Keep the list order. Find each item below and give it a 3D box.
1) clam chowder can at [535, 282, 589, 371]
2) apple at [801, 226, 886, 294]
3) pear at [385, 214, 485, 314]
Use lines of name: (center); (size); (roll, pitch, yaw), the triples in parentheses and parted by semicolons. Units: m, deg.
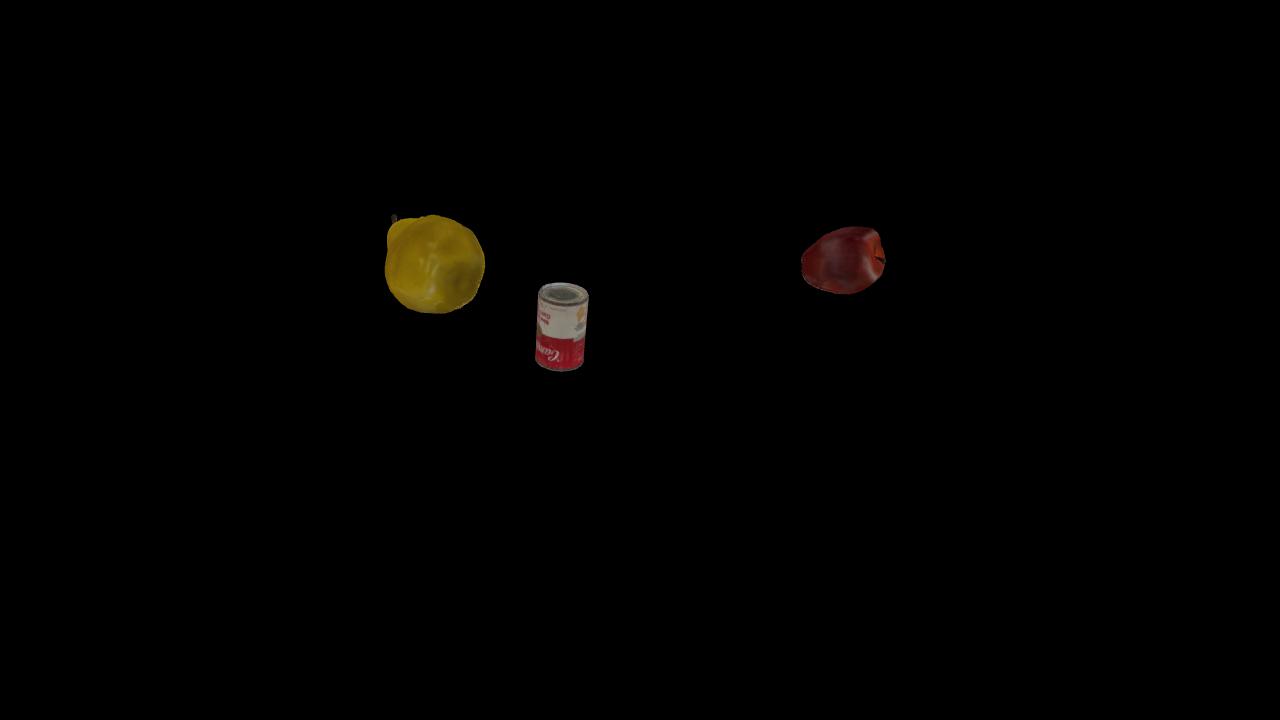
clam chowder can: (-0.105, -0.045, 0.825); (0.068, 0.102, 0.068); (7, 30, -4)
apple: (0.229, -0.109, 0.690); (0.093, 0.079, 0.079); (-1, -1, 43)
pear: (-0.183, -0.085, 0.505); (0.111, 0.080, 0.080); (28, 14, 29)
